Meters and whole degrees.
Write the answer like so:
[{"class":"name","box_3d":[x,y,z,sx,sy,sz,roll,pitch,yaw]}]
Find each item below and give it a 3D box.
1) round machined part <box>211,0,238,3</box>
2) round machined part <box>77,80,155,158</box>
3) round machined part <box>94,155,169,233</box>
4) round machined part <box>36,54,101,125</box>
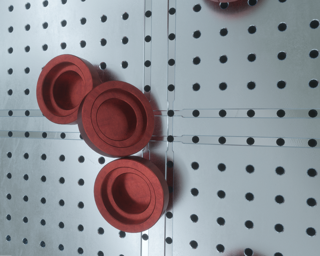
[{"class":"round machined part","box_3d":[0.084,-0.200,0.374,0.098,0.042,0.097,0,90,20]},{"class":"round machined part","box_3d":[-0.060,-0.009,0.406,0.042,0.099,0.098,-20,82,57]},{"class":"round machined part","box_3d":[-0.034,0.084,0.412,0.098,0.042,0.097,2,97,19]},{"class":"round machined part","box_3d":[-0.125,-0.053,0.446,0.098,0.042,0.098,-1,88,23]}]
